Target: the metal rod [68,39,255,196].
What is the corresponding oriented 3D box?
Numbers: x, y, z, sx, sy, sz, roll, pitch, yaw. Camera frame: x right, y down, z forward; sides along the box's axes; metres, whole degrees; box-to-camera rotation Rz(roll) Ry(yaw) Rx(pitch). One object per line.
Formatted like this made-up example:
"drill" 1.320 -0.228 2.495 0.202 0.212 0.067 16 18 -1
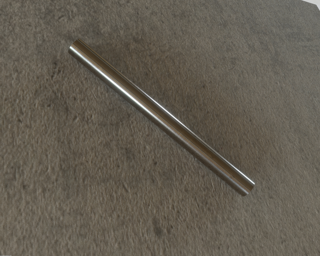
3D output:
"metal rod" 0.003 -0.013 0.414 0.300 0.025 0.025 39 51 -2
